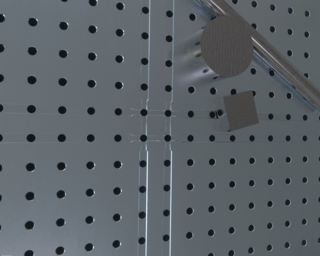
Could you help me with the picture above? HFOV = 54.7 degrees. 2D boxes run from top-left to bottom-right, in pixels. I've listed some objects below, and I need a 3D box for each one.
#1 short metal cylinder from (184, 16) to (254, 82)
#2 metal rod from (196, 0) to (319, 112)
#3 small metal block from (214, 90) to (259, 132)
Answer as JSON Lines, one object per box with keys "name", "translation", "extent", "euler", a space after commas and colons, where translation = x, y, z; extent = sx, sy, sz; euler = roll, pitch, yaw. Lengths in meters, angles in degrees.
{"name": "short metal cylinder", "translation": [0.080, -0.107, 0.429], "extent": [0.081, 0.050, 0.079], "euler": [0, 90, -20]}
{"name": "metal rod", "translation": [0.158, -0.119, 0.470], "extent": [0.301, 0.025, 0.025], "euler": [35, 79, -17]}
{"name": "small metal block", "translation": [0.112, -0.025, 0.454], "extent": [0.050, 0.025, 0.050], "euler": [-15, 95, -20]}
